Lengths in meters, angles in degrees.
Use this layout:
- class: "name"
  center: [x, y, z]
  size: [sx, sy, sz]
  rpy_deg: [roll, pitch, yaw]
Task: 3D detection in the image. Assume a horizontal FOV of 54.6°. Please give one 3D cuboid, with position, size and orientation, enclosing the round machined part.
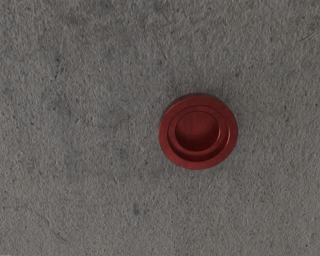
- class: "round machined part"
  center: [0.047, 0.001, 0.401]
  size: [0.099, 0.042, 0.097]
  rpy_deg: [0, 110, 0]
